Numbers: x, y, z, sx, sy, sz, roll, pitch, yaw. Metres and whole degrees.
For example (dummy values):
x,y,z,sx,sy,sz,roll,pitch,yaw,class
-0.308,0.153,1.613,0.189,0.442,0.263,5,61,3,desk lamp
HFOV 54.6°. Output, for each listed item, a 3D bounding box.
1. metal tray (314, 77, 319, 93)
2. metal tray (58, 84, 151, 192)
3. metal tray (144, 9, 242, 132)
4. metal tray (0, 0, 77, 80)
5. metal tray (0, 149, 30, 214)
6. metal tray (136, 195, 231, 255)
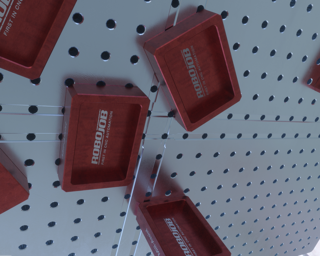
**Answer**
x,y,z,sx,sy,sz,roll,pitch,yaw,class
0.336,-0.087,0.536,0.131,0.030,0.089,11,113,-33,metal tray
-0.070,0.014,0.377,0.091,0.030,0.129,0,119,-28,metal tray
0.047,-0.068,0.390,0.090,0.030,0.130,-33,129,-7,metal tray
-0.124,-0.117,0.266,0.090,0.030,0.129,21,107,-36,metal tray
-0.223,0.071,0.330,0.131,0.030,0.090,-29,128,-10,metal tray
0.030,0.158,0.456,0.091,0.130,0.030,-3,120,-27,metal tray
